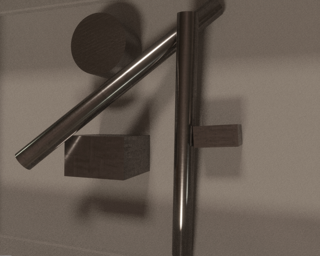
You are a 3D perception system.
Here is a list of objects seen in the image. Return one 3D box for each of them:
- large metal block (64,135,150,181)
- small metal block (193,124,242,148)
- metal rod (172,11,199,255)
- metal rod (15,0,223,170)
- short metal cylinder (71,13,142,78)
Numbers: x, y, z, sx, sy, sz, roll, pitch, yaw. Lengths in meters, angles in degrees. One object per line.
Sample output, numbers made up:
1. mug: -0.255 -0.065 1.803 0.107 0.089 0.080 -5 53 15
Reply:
1. large metal block: -0.065 0.034 0.403 0.080 0.080 0.050 1 90 19
2. small metal block: 0.071 0.009 0.372 0.050 0.050 0.025 -3 89 19
3. metal rod: 0.030 0.016 0.377 0.025 0.025 0.298 4 100 19
4. metal rod: -0.045 -0.056 0.374 0.301 0.025 0.025 -40 77 -5
5. short metal cylinder: -0.072 -0.109 0.421 0.080 0.050 0.079 0 90 19
